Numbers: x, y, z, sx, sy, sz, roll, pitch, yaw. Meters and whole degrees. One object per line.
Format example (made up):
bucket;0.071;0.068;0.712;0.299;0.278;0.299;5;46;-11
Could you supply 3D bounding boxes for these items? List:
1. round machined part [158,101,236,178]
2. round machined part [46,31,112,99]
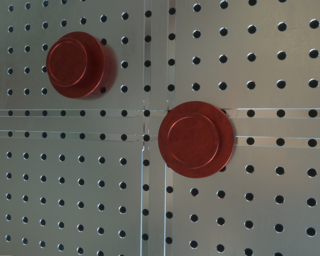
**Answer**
round machined part;0.043;0.015;0.389;0.098;0.042;0.097;0;90;20
round machined part;-0.123;-0.091;0.448;0.098;0.042;0.097;0;90;20
